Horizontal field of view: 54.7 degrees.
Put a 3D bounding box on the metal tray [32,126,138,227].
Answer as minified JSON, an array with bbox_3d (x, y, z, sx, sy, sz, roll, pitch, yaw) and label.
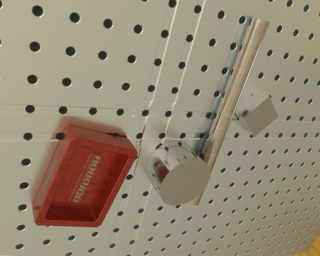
[{"bbox_3d":[-0.097,0.067,0.397,0.091,0.030,0.129,16,110,-35],"label":"metal tray"}]

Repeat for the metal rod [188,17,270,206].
[{"bbox_3d":[0.091,-0.009,0.457,0.025,0.025,0.298,1,118,-30],"label":"metal rod"}]

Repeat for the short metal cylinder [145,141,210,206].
[{"bbox_3d":[0.026,0.065,0.451,0.081,0.050,0.079,-14,125,-21],"label":"short metal cylinder"}]

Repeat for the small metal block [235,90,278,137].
[{"bbox_3d":[0.150,-0.022,0.482,0.050,0.025,0.050,-41,130,0],"label":"small metal block"}]
